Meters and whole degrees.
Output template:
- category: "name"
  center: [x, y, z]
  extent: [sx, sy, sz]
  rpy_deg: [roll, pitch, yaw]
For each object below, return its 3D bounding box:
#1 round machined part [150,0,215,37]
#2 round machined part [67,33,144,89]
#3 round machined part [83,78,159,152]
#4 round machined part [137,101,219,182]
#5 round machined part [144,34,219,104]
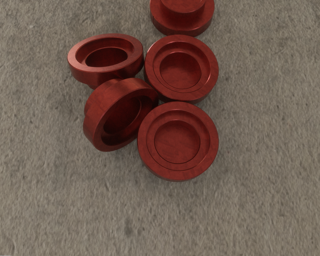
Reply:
- category: "round machined part"
  center: [0.034, -0.188, 0.468]
  extent: [0.099, 0.042, 0.098]
  rpy_deg: [0, 70, -1]
- category: "round machined part"
  center: [-0.070, -0.085, 0.416]
  extent: [0.099, 0.042, 0.098]
  rpy_deg: [-3, 44, 3]
- category: "round machined part"
  center: [-0.052, -0.021, 0.378]
  extent: [0.098, 0.098, 0.042]
  rpy_deg: [-40, 65, -13]
- category: "round machined part"
  center: [0.021, 0.019, 0.390]
  extent: [0.099, 0.042, 0.098]
  rpy_deg: [1, 73, -4]
- category: "round machined part"
  center: [0.026, -0.074, 0.423]
  extent: [0.099, 0.042, 0.098]
  rpy_deg: [2, 72, -7]
